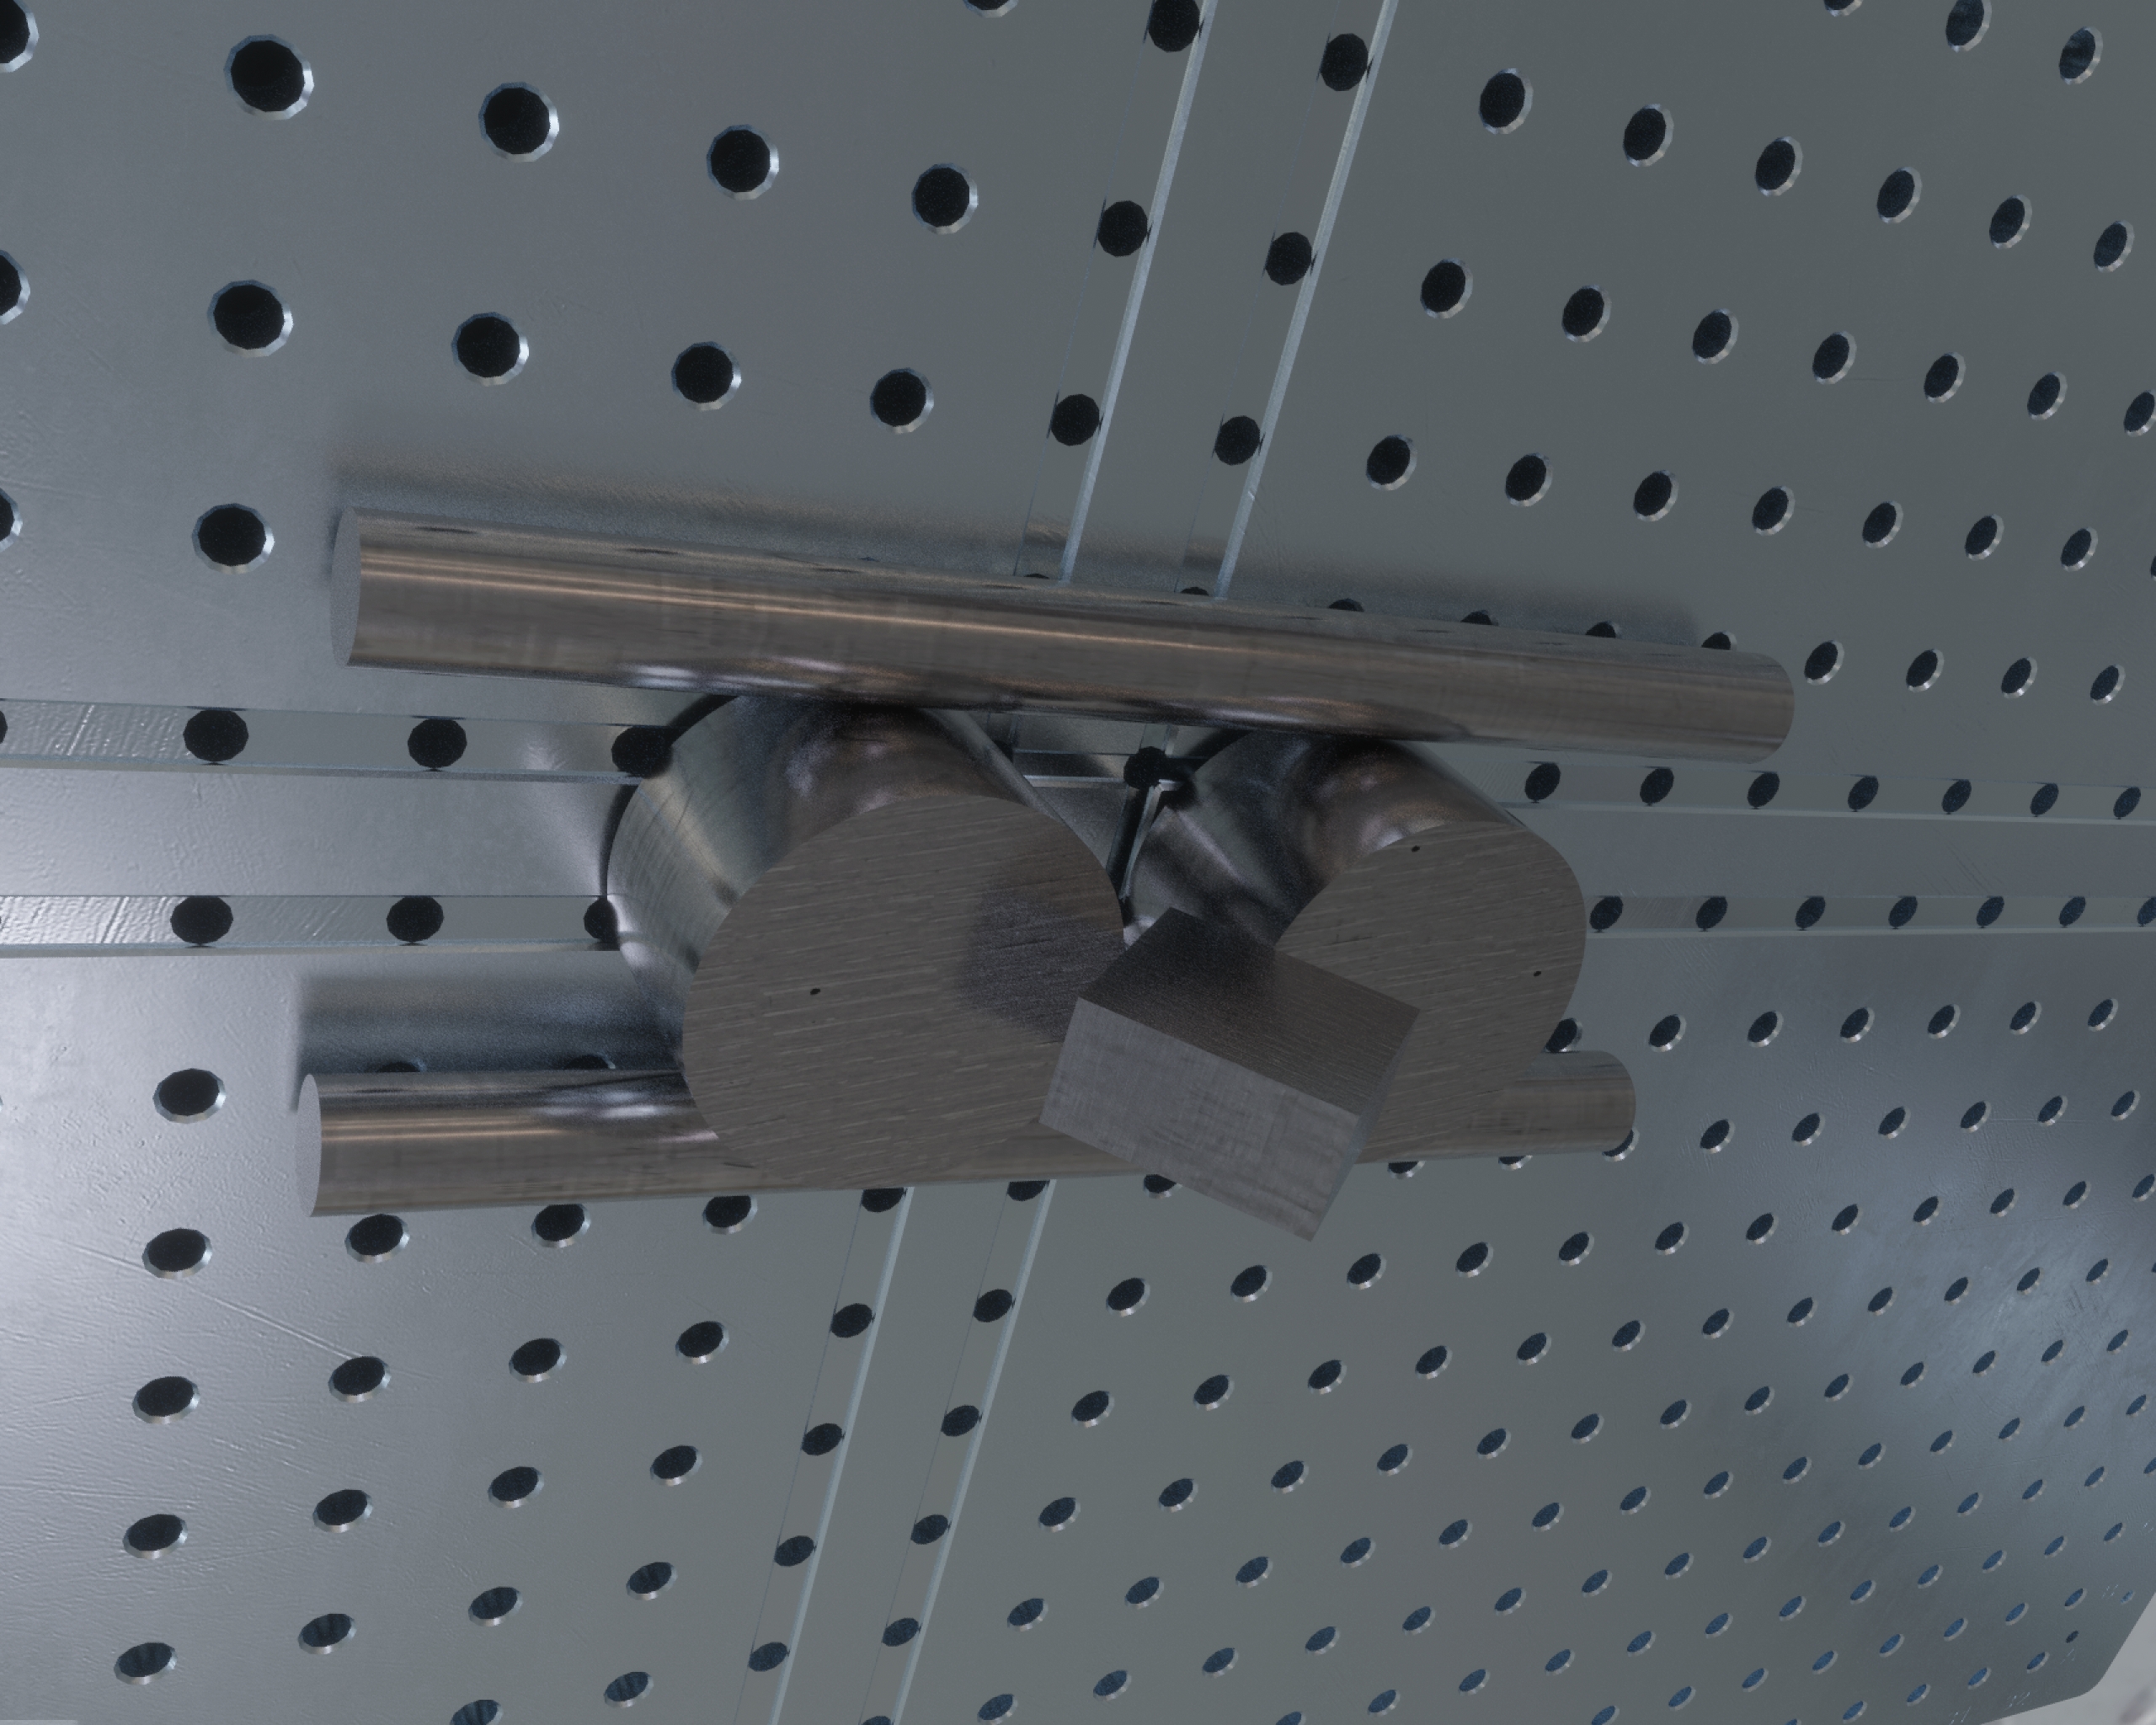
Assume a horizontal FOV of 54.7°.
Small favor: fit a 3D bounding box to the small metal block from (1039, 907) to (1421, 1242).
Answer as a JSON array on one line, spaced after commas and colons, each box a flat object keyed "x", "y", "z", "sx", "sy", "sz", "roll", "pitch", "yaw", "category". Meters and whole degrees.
[{"x": 0.028, "y": 0.036, "z": 0.368, "sx": 0.050, "sy": 0.050, "sz": 0.025, "roll": -40, "pitch": 149, "yaw": -64, "category": "small metal block"}]

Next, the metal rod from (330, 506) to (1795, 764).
[{"x": 0.019, "y": -0.038, "z": 0.394, "sx": 0.303, "sy": 0.025, "sz": 0.025, "roll": 2, "pitch": 118, "yaw": -29, "category": "metal rod"}]

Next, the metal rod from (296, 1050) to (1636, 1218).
[{"x": -0.003, "y": 0.054, "z": 0.439, "sx": 0.303, "sy": 0.025, "sz": 0.025, "roll": 2, "pitch": 118, "yaw": -30, "category": "metal rod"}]

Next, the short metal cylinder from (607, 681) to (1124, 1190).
[{"x": -0.039, "y": 0.012, "z": 0.377, "sx": 0.081, "sy": 0.050, "sz": 0.079, "roll": -14, "pitch": 124, "yaw": -21, "category": "short metal cylinder"}]

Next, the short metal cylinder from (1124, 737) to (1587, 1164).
[{"x": 0.057, "y": 0.015, "z": 0.431, "sx": 0.081, "sy": 0.050, "sz": 0.079, "roll": -14, "pitch": 124, "yaw": -21, "category": "short metal cylinder"}]
